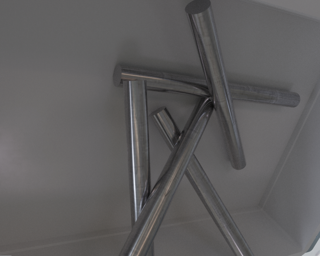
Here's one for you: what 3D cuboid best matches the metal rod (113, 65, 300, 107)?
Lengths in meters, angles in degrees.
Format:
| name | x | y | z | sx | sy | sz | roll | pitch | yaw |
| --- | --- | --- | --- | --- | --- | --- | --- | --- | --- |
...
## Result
| name | x | y | z | sx | sy | sz | roll | pitch | yaw |
| --- | --- | --- | --- | --- | --- | --- | --- | --- | --- |
| metal rod | 0.083 | -0.052 | 0.421 | 0.302 | 0.025 | 0.025 | 3 | 117 | -30 |

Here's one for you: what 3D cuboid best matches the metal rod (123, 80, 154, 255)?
| name | x | y | z | sx | sy | sz | roll | pitch | yaw |
| --- | --- | --- | --- | --- | --- | --- | --- | --- | --- |
| metal rod | -0.021 | 0.095 | 0.358 | 0.025 | 0.025 | 0.298 | -7 | 102 | -25 |

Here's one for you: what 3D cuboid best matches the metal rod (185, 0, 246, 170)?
| name | x | y | z | sx | sy | sz | roll | pitch | yaw |
| --- | --- | --- | --- | --- | --- | --- | --- | --- | --- |
| metal rod | 0.084 | -0.028 | 0.406 | 0.025 | 0.025 | 0.299 | -35 | 139 | -5 |

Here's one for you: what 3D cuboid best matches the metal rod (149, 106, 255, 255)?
| name | x | y | z | sx | sy | sz | roll | pitch | yaw |
| --- | --- | --- | --- | --- | --- | --- | --- | --- | --- |
| metal rod | 0.072 | 0.102 | 0.433 | 0.025 | 0.025 | 0.299 | -33 | 105 | -7 |

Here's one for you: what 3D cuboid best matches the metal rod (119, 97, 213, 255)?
| name | x | y | z | sx | sy | sz | roll | pitch | yaw |
| --- | --- | --- | --- | --- | --- | --- | --- | --- | --- |
| metal rod | 0.000 | 0.078 | 0.341 | 0.301 | 0.025 | 0.025 | -60 | 138 | -32 |
